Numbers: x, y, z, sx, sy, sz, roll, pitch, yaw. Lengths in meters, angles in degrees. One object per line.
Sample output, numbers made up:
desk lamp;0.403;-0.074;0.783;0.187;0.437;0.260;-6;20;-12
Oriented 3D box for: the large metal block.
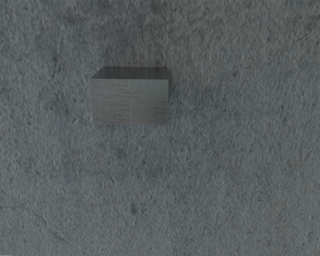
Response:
large metal block;-0.032;-0.041;0.365;0.081;0.080;0.050;0;110;-1
